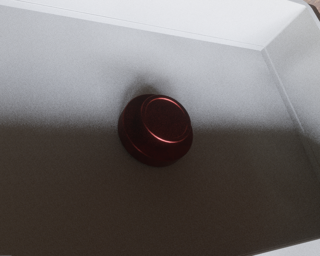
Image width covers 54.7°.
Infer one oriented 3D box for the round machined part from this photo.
[{"bbox_3d":[0.000,-0.003,0.394,0.099,0.042,0.098,14,56,-21],"label":"round machined part"}]
